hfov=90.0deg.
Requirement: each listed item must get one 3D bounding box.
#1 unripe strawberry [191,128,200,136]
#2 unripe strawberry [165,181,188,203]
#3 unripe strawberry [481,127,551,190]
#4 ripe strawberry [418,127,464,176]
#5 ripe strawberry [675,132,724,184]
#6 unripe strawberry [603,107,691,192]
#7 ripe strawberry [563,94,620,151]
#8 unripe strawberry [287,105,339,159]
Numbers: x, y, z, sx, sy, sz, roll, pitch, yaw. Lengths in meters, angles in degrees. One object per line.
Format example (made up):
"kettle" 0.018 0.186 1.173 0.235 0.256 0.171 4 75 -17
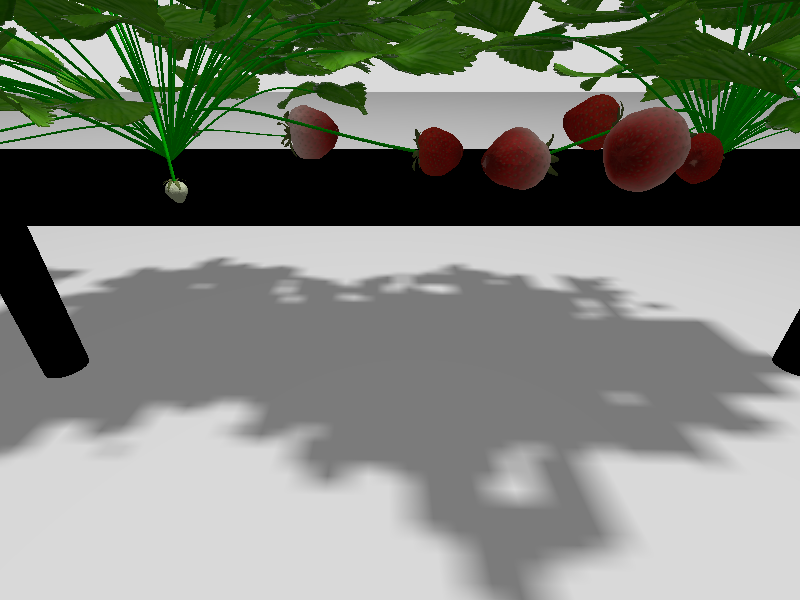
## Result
"unripe strawberry" -0.245 -0.200 0.478 0.010 0.011 0.011 -9 11 -16
"unripe strawberry" -0.114 -0.055 0.206 0.010 0.011 0.011 -14 32 -24
"unripe strawberry" 0.066 -0.083 0.235 0.039 0.034 0.039 -15 32 -24
"ripe strawberry" 0.027 -0.099 0.269 0.030 0.031 0.028 9 30 15
"ripe strawberry" 0.186 -0.088 0.251 0.026 0.030 0.029 22 36 34
"unripe strawberry" 0.140 -0.087 0.235 0.049 0.048 0.045 -23 36 -35
"ripe strawberry" 0.182 -0.171 0.387 0.050 0.050 0.047 24 37 37
"unripe strawberry" -0.070 -0.135 0.324 0.039 0.041 0.036 1 29 0
